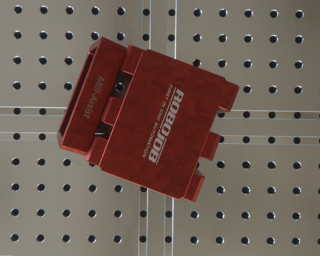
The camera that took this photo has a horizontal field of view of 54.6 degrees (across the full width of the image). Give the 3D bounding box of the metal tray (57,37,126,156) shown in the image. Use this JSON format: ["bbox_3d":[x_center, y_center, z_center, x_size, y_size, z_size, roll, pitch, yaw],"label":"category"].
[{"bbox_3d":[-0.087,-0.039,0.378,0.030,0.090,0.129,21,90,-22],"label":"metal tray"}]

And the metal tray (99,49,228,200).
[{"bbox_3d":[0.003,-0.004,0.320,0.090,0.030,0.129,21,90,0],"label":"metal tray"}]

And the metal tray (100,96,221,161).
[{"bbox_3d":[0.000,0.001,0.380,0.131,0.090,0.030,20,89,-1],"label":"metal tray"}]

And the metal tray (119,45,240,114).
[{"bbox_3d":[0.022,-0.055,0.380,0.131,0.090,0.030,21,91,0],"label":"metal tray"}]

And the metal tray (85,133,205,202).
[{"bbox_3d":[-0.016,0.044,0.380,0.131,0.090,0.030,21,91,0],"label":"metal tray"}]
